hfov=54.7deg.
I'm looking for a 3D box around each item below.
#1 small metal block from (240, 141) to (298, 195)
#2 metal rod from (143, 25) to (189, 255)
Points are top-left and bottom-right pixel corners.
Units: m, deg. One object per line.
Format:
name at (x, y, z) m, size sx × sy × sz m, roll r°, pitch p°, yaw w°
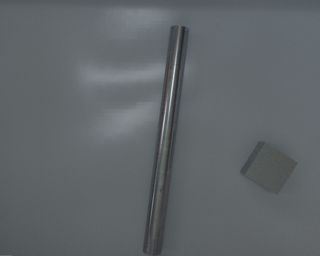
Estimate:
small metal block at (0.144, 0.053, 0.413) m, size 0.050 × 0.025 × 0.050 m, roll 32°, pitch 90°, yaw -1°
metal rod at (0.008, 0.016, 0.411) m, size 0.025 × 0.025 × 0.298 m, roll 7°, pitch 90°, yaw -1°
